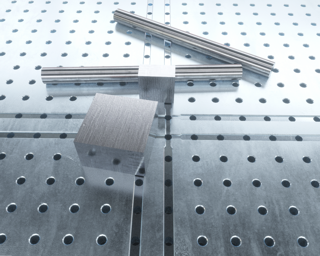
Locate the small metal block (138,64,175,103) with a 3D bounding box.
[{"bbox_3d":[-0.004,-0.063,0.444,0.050,0.050,0.025,2,50,1],"label":"small metal block"}]

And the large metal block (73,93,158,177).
[{"bbox_3d":[-0.049,0.007,0.385,0.080,0.050,0.080,9,51,7],"label":"large metal block"}]

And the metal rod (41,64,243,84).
[{"bbox_3d":[-0.026,-0.083,0.477,0.302,0.025,0.025,-1,50,-2],"label":"metal rod"}]

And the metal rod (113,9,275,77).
[{"bbox_3d":[0.048,-0.152,0.535,0.301,0.025,0.025,25,54,19],"label":"metal rod"}]
